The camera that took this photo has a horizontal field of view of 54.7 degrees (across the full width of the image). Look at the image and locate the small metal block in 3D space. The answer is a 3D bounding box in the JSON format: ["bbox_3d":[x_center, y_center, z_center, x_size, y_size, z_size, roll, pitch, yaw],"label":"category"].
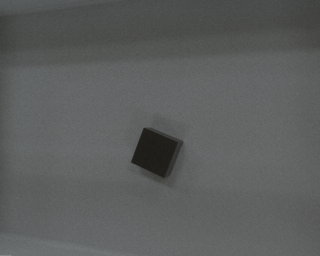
[{"bbox_3d":[-0.004,0.032,0.411,0.050,0.025,0.050,23,97,18],"label":"small metal block"}]
